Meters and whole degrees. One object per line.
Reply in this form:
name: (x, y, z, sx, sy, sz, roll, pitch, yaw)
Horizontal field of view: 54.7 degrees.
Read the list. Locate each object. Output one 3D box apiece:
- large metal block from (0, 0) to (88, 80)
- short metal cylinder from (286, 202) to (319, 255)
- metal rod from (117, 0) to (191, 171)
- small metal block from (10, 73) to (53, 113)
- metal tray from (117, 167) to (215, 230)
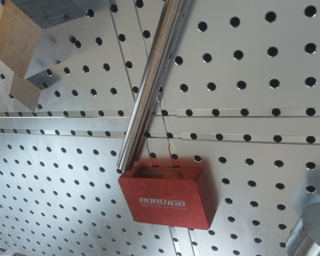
large metal block: (-0.146, -0.116, 0.379, 0.050, 0.080, 0.080, 42, 129, -1)
short metal cylinder: (0.194, 0.133, 0.355, 0.080, 0.080, 0.050, 20, 126, 16)
metal rod: (-0.011, -0.054, 0.382, 0.025, 0.025, 0.298, 28, 128, 10)
small metal block: (-0.198, -0.060, 0.476, 0.050, 0.025, 0.050, 38, 129, 2)
metal tray: (0.009, 0.104, 0.466, 0.130, 0.030, 0.089, -3, 117, 29)
